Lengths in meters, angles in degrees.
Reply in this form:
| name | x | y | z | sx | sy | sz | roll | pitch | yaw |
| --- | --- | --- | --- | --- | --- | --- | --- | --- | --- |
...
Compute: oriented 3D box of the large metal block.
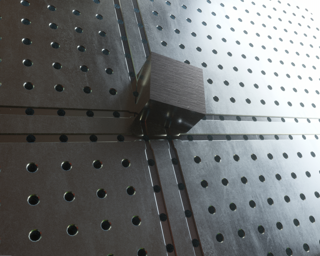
| name | x | y | z | sx | sy | sz | roll | pitch | yaw |
| --- | --- | --- | --- | --- | --- | --- | --- | --- | --- |
| large metal block | 0.014 | -0.049 | 0.431 | 0.081 | 0.050 | 0.080 | 14 | 56 | -21 |
